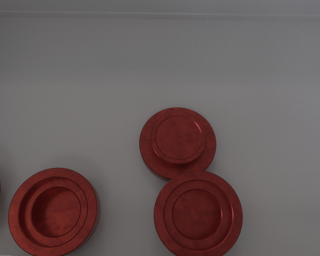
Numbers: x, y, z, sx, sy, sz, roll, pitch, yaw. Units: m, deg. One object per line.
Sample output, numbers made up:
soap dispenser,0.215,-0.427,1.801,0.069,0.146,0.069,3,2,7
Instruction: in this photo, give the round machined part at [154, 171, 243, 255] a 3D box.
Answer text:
round machined part,0.042,0.100,0.360,0.099,0.042,0.098,1,76,-2

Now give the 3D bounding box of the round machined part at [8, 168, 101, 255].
round machined part,-0.119,0.099,0.364,0.099,0.042,0.098,0,70,0

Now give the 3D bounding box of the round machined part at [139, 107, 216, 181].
round machined part,0.023,0.018,0.394,0.099,0.042,0.098,0,70,0
